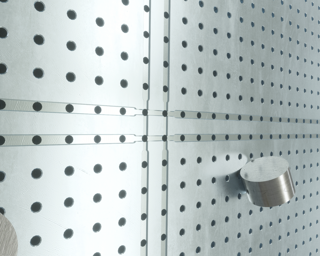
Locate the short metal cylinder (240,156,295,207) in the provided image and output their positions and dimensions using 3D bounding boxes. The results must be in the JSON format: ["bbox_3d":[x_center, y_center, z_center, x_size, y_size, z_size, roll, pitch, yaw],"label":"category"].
[{"bbox_3d":[0.185,0.090,0.532,0.081,0.080,0.050,-34,111,-35],"label":"short metal cylinder"}]

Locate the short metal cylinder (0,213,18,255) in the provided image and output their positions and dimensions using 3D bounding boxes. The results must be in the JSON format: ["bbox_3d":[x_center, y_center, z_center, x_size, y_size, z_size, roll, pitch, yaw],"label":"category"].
[{"bbox_3d":[-0.167,0.099,0.254,0.081,0.050,0.079,0,90,-40],"label":"short metal cylinder"}]
